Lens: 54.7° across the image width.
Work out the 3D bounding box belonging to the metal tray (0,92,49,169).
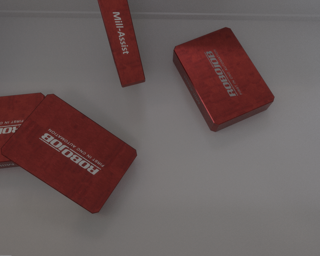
[{"bbox_3d":[-0.212,0.006,0.403,0.131,0.030,0.090,-6,70,-3],"label":"metal tray"}]

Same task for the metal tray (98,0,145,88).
[{"bbox_3d":[-0.053,-0.126,0.385,0.030,0.129,0.090,-16,30,-5],"label":"metal tray"}]

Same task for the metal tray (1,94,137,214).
[{"bbox_3d":[-0.106,0.031,0.376,0.130,0.030,0.090,35,71,-4],"label":"metal tray"}]

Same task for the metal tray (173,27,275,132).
[{"bbox_3d":[0.085,-0.070,0.433,0.091,0.030,0.130,-23,72,-8],"label":"metal tray"}]
